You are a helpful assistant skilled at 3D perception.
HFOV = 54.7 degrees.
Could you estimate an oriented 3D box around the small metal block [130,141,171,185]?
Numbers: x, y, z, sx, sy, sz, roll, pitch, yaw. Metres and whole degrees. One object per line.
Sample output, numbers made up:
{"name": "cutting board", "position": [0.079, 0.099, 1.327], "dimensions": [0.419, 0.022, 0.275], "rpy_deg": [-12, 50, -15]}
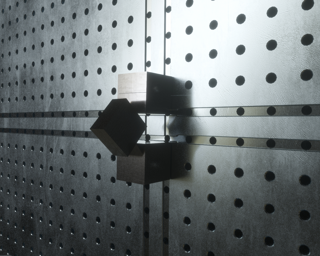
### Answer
{"name": "small metal block", "position": [-0.012, 0.043, 0.399], "dimensions": [0.025, 0.050, 0.050], "rpy_deg": [2, 91, 40]}

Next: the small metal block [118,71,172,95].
{"name": "small metal block", "position": [-0.019, -0.057, 0.406], "dimensions": [0.050, 0.050, 0.025], "rpy_deg": [3, 92, 39]}

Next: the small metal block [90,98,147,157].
{"name": "small metal block", "position": [-0.049, -0.001, 0.377], "dimensions": [0.025, 0.050, 0.050], "rpy_deg": [1, 48, 40]}

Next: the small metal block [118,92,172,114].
{"name": "small metal block", "position": [-0.020, -0.031, 0.407], "dimensions": [0.050, 0.050, 0.025], "rpy_deg": [3, 92, 39]}

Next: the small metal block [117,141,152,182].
{"name": "small metal block", "position": [-0.031, 0.043, 0.416], "dimensions": [0.025, 0.050, 0.050], "rpy_deg": [2, 91, 40]}
